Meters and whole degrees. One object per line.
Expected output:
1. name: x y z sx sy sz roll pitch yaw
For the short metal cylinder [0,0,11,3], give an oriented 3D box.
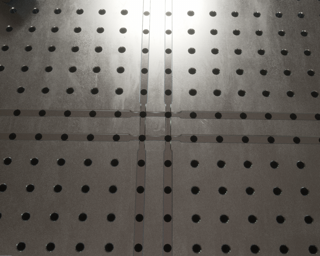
1. short metal cylinder: -0.245 -0.240 0.467 0.080 0.080 0.050 30 73 10
